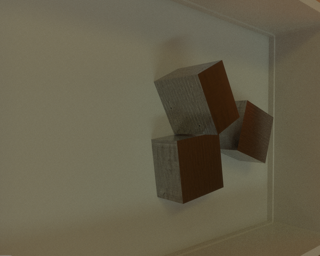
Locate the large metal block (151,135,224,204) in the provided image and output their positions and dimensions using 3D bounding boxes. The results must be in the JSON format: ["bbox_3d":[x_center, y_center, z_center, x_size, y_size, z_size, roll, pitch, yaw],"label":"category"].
[{"bbox_3d":[0.039,0.049,0.425,0.081,0.050,0.079,-10,97,-40],"label":"large metal block"}]

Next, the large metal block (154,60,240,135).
[{"bbox_3d":[0.049,-0.038,0.414,0.050,0.080,0.080,-34,112,-35],"label":"large metal block"}]

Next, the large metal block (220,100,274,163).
[{"bbox_3d":[0.136,0.007,0.508,0.080,0.050,0.080,24,75,-38],"label":"large metal block"}]
